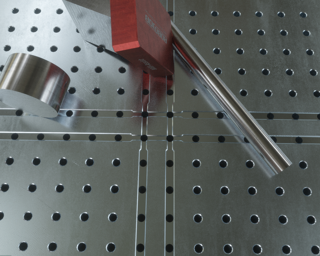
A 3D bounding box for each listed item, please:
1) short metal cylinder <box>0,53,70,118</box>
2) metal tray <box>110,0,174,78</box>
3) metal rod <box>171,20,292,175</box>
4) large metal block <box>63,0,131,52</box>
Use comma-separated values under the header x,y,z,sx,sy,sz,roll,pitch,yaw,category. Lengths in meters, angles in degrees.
x,y,z,sx,sy,sz,roll,pitch,yaw,category
-0.164,-0.053,0.401,0.080,0.080,0.050,12,71,4,short metal cylinder
-0.018,-0.123,0.390,0.030,0.130,0.090,-6,83,19,metal tray
0.073,-0.064,0.435,0.025,0.025,0.299,-33,73,-11,metal rod
-0.076,-0.155,0.433,0.080,0.080,0.050,26,72,18,large metal block
